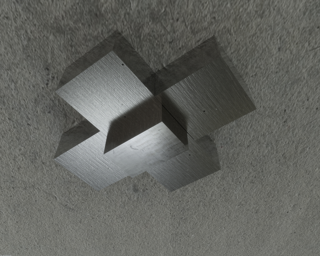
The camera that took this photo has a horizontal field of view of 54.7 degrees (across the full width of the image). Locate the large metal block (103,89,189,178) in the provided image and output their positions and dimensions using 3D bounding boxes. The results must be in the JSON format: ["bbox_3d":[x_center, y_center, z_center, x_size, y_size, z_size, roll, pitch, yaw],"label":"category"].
[{"bbox_3d":[-0.016,0.001,0.373,0.080,0.080,0.050,-29,125,22],"label":"large metal block"}]

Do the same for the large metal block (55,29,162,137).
[{"bbox_3d":[-0.054,-0.048,0.350,0.080,0.050,0.080,-29,125,22],"label":"large metal block"}]

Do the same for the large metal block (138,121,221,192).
[{"bbox_3d":[0.024,0.032,0.419,0.080,0.050,0.080,-29,125,22],"label":"large metal block"}]

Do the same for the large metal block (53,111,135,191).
[{"bbox_3d":[-0.078,0.030,0.416,0.080,0.050,0.080,-29,125,22],"label":"large metal block"}]

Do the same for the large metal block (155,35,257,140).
[{"bbox_3d":[0.051,-0.043,0.355,0.080,0.050,0.080,-29,125,22],"label":"large metal block"}]
